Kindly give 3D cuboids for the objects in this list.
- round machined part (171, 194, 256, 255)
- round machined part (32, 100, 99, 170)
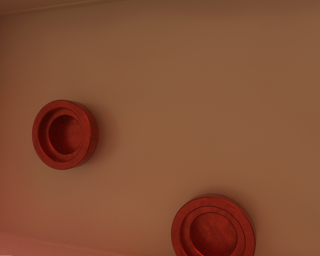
[{"bbox_3d":[0.066,0.128,0.378,0.098,0.042,0.097,0,90,20],"label":"round machined part"},{"bbox_3d":[-0.131,0.009,0.448,0.098,0.042,0.097,0,90,20],"label":"round machined part"}]
